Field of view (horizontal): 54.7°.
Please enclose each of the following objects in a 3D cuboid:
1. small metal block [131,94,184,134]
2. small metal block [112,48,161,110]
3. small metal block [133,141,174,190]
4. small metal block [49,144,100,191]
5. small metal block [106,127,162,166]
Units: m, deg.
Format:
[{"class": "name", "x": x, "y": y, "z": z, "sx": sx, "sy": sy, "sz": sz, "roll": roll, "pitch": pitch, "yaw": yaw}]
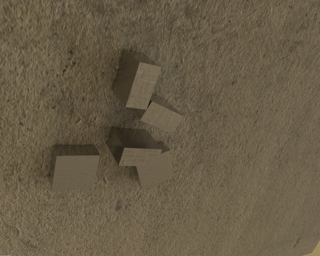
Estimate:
[{"class": "small metal block", "x": -0.007, "y": -0.023, "z": 0.372, "sx": 0.050, "sy": 0.050, "sz": 0.025, "roll": 23, "pitch": 106, "yaw": -37}, {"class": "small metal block", "x": -0.028, "y": -0.054, "z": 0.342, "sx": 0.025, "sy": 0.050, "sz": 0.050, "roll": 7, "pitch": 115, "yaw": -31}, {"class": "small metal block", "x": -0.011, "y": 0.052, "z": 0.433, "sx": 0.050, "sy": 0.025, "sz": 0.050, "roll": -21, "pitch": 127, "yaw": -16}, {"class": "small metal block", "x": -0.106, "y": 0.048, "z": 0.379, "sx": 0.050, "sy": 0.025, "sz": 0.050, "roll": 2, "pitch": 118, "yaw": -30}, {"class": "small metal block", "x": -0.033, "y": 0.023, "z": 0.387, "sx": 0.050, "sy": 0.050, "sz": 0.025, "roll": 5, "pitch": 116, "yaw": -31}]
